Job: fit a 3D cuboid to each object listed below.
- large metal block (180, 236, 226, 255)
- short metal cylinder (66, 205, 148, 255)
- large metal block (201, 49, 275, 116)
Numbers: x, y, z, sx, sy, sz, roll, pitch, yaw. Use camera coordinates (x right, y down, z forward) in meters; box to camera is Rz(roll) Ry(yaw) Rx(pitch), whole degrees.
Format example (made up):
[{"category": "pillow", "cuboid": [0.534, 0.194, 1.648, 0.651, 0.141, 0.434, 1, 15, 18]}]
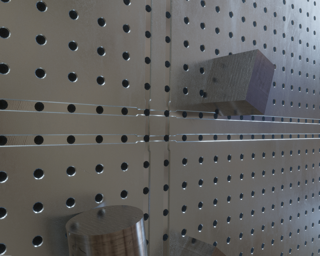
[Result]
[{"category": "large metal block", "cuboid": [0.064, 0.218, 0.447, 0.080, 0.050, 0.080, 48, 62, -30]}, {"category": "short metal cylinder", "cuboid": [-0.055, 0.120, 0.327, 0.081, 0.080, 0.050, -10, 97, -40]}, {"category": "large metal block", "cuboid": [0.119, -0.066, 0.472, 0.050, 0.080, 0.080, 28, 73, -37]}]
